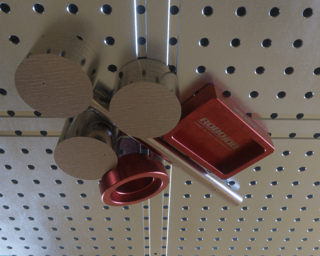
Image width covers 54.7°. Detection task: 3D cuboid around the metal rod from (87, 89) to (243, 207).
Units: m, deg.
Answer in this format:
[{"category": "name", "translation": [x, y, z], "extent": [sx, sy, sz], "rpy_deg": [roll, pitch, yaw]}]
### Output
[{"category": "metal rod", "translation": [0.019, 0.040, 0.446], "extent": [0.301, 0.025, 0.025], "rpy_deg": [36, 121, -27]}]

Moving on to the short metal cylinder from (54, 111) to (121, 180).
[{"category": "short metal cylinder", "translation": [-0.094, 0.024, 0.415], "extent": [0.081, 0.050, 0.079], "rpy_deg": [0, 130, 0]}]

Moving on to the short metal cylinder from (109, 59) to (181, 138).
[{"category": "short metal cylinder", "translation": [-0.016, -0.034, 0.365], "extent": [0.081, 0.050, 0.079], "rpy_deg": [0, 130, 0]}]

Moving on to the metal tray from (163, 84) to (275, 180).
[{"category": "metal tray", "translation": [0.079, 0.011, 0.417], "extent": [0.130, 0.030, 0.090], "rpy_deg": [36, 122, -27]}]

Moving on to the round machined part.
[{"category": "round machined part", "translation": [-0.039, 0.071, 0.447], "extent": [0.099, 0.042, 0.098], "rpy_deg": [-15, 147, -10]}]

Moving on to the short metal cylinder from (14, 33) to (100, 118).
[{"category": "short metal cylinder", "translation": [-0.111, -0.058, 0.345], "extent": [0.081, 0.050, 0.079], "rpy_deg": [0, 130, 0]}]
